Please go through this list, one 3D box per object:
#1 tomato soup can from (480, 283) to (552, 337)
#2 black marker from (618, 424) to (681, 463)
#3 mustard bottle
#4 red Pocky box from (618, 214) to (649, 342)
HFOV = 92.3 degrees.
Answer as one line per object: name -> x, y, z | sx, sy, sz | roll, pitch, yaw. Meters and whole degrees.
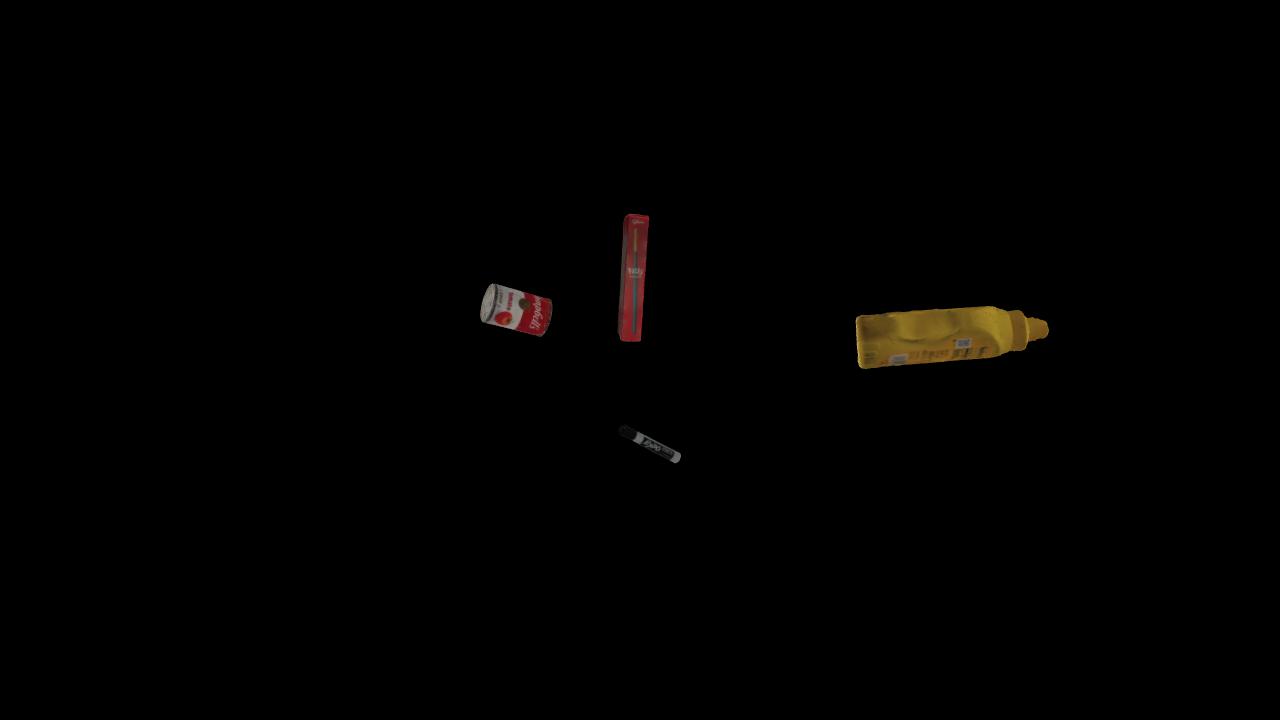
tomato soup can -> -0.205, -0.083, 1.020 | 0.101, 0.068, 0.068 | 14, -7, -29
black marker -> 0.015, 0.133, 0.980 | 0.121, 0.020, 0.020 | 31, -15, -27
mustard bottle -> 0.328, -0.025, 0.655 | 0.184, 0.054, 0.092 | -4, -26, 19
red Pocky box -> -0.009, -0.104, 0.779 | 0.028, 0.155, 0.083 | 3, 10, -5
